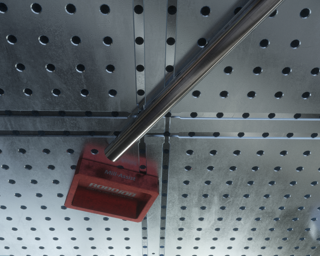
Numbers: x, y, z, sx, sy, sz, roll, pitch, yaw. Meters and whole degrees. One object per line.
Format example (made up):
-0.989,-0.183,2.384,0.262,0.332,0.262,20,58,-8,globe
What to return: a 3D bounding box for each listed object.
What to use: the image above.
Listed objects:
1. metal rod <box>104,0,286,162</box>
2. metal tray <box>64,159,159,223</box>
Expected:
0.026,-0.051,0.368,0.025,0.025,0.299,32,123,-25,metal rod
-0.077,0.103,0.494,0.131,0.030,0.089,17,128,-14,metal tray
